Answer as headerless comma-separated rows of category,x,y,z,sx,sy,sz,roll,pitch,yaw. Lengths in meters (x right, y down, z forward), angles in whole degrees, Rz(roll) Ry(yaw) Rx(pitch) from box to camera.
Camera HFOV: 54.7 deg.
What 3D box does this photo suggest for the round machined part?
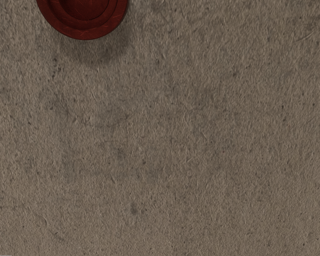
round machined part,-0.083,-0.150,0.344,0.099,0.042,0.097,0,110,-1
